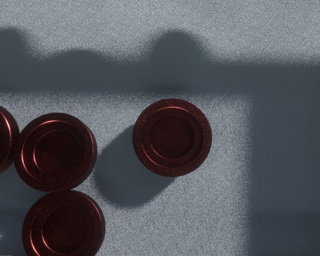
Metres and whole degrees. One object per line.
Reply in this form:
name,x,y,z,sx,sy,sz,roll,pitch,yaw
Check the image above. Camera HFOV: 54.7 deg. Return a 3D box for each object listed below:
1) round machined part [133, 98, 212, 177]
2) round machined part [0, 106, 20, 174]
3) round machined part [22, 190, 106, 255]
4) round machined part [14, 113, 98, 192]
round machined part,0.015,0.012,0.403,0.099,0.042,0.097,0,90,0
round machined part,-0.225,0.015,0.397,0.099,0.042,0.097,0,88,6
round machined part,-0.119,0.129,0.396,0.099,0.042,0.098,0,79,1
round machined part,-0.128,0.033,0.395,0.099,0.042,0.098,-1,76,3
